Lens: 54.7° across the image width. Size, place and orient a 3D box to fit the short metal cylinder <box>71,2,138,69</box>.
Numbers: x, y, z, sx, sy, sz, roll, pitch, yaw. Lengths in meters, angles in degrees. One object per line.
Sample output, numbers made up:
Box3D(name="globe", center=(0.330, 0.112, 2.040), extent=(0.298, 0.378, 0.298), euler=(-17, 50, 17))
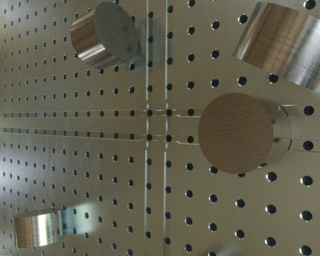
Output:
Box3D(name="short metal cylinder", center=(-0.077, -0.129, 0.437), extent=(0.050, 0.081, 0.080), euler=(-12, 82, 39))

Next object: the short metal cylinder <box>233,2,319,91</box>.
Box3D(name="short metal cylinder", center=(0.114, -0.073, 0.280), extent=(0.080, 0.081, 0.050), euler=(36, 112, 34))

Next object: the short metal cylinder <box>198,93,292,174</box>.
Box3D(name="short metal cylinder", center=(0.087, 0.005, 0.321), extent=(0.080, 0.050, 0.079), euler=(0, 90, 40))

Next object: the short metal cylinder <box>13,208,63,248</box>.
Box3D(name="short metal cylinder", center=(-0.216, 0.176, 0.552), extent=(0.080, 0.081, 0.050), euler=(-10, 84, 39))
